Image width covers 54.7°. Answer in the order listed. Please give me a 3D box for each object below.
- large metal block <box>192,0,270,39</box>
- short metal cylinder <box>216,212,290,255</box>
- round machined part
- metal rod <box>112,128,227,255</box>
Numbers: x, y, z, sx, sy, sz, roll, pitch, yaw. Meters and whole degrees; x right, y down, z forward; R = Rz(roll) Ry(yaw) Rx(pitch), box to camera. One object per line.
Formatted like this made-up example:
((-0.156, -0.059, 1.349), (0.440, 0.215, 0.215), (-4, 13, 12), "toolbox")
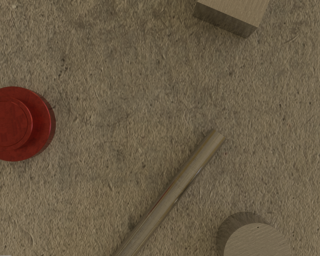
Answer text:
((0.097, -0.174, 0.399), (0.080, 0.050, 0.080), (23, 90, -1), "large metal block")
((0.117, 0.154, 0.399), (0.081, 0.050, 0.079), (0, 90, -1), "short metal cylinder")
((-0.191, -0.005, 0.399), (0.099, 0.042, 0.097), (0, 90, -1), "round machined part")
((-0.014, 0.126, 0.409), (0.025, 0.025, 0.300), (38, 90, -1), "metal rod")
